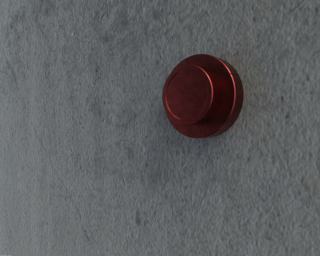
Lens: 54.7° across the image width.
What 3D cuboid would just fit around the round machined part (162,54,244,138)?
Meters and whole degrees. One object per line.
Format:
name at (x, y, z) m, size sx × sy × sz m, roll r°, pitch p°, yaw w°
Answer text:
round machined part at (0.042, -0.037, 0.358) m, size 0.098 × 0.042 × 0.097 m, roll 0°, pitch 90°, yaw 39°
